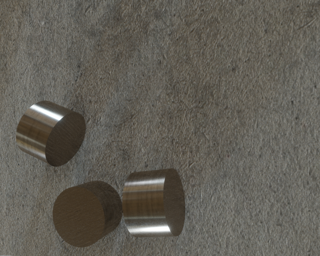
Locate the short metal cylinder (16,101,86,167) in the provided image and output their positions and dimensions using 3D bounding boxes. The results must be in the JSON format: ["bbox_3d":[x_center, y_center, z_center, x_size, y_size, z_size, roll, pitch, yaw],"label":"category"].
[{"bbox_3d":[-0.150,0.007,0.433,0.050,0.080,0.080,22,97,19],"label":"short metal cylinder"}]

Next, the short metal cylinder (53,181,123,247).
[{"bbox_3d":[-0.099,0.117,0.431,0.080,0.050,0.080,0,90,20],"label":"short metal cylinder"}]

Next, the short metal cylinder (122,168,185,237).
[{"bbox_3d":[-0.005,0.092,0.381,0.050,0.080,0.080,-9,87,20],"label":"short metal cylinder"}]
